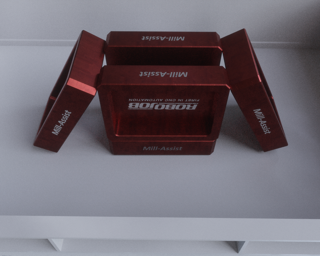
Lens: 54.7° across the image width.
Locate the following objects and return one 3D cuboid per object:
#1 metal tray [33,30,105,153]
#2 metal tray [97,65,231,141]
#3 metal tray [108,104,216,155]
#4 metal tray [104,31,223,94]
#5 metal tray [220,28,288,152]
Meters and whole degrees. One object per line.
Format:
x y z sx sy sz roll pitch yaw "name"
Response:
-0.109 -0.040 0.370 0.030 0.129 0.090 22 46 -24 "metal tray"
0.004 -0.025 0.342 0.131 0.089 0.030 0 50 -1 "metal tray"
0.003 -0.009 0.408 0.131 0.030 0.090 0 50 -1 "metal tray"
0.004 -0.072 0.381 0.131 0.089 0.030 0 50 0 "metal tray"
0.114 -0.042 0.372 0.030 0.130 0.090 -20 47 23 "metal tray"
